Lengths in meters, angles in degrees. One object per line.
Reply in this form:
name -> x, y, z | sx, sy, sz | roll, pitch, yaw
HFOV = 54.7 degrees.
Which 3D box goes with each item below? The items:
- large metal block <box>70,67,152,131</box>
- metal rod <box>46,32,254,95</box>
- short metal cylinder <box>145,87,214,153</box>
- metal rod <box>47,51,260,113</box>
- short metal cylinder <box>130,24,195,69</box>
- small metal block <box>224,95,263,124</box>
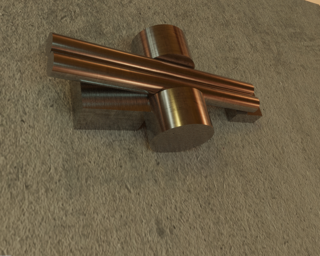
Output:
large metal block -> -0.064, -0.043, 0.382 | 0.081, 0.050, 0.080 | 2, 61, -27
metal rod -> 0.012, -0.071, 0.398 | 0.302, 0.025, 0.025 | 6, 59, -34
short metal cylinder -> 0.022, -0.008, 0.386 | 0.081, 0.080, 0.050 | 1, 61, -28
metal rod -> 0.017, -0.049, 0.387 | 0.302, 0.025, 0.025 | 6, 59, -34
short metal cylinder -> 0.003, -0.096, 0.430 | 0.081, 0.080, 0.050 | 1, 61, -28
small metal block -> 0.130, -0.036, 0.497 | 0.050, 0.025, 0.050 | 3, 61, -27
